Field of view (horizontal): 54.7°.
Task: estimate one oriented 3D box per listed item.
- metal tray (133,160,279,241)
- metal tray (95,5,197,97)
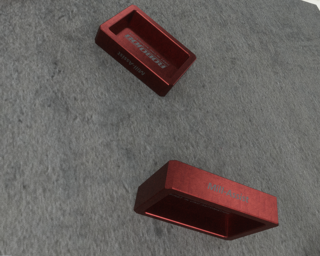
[{"bbox_3d":[0.048,0.084,0.338,0.131,0.090,0.030,22,54,-16],"label":"metal tray"},{"bbox_3d":[-0.019,-0.118,0.463,0.130,0.030,0.090,39,51,-2],"label":"metal tray"}]
